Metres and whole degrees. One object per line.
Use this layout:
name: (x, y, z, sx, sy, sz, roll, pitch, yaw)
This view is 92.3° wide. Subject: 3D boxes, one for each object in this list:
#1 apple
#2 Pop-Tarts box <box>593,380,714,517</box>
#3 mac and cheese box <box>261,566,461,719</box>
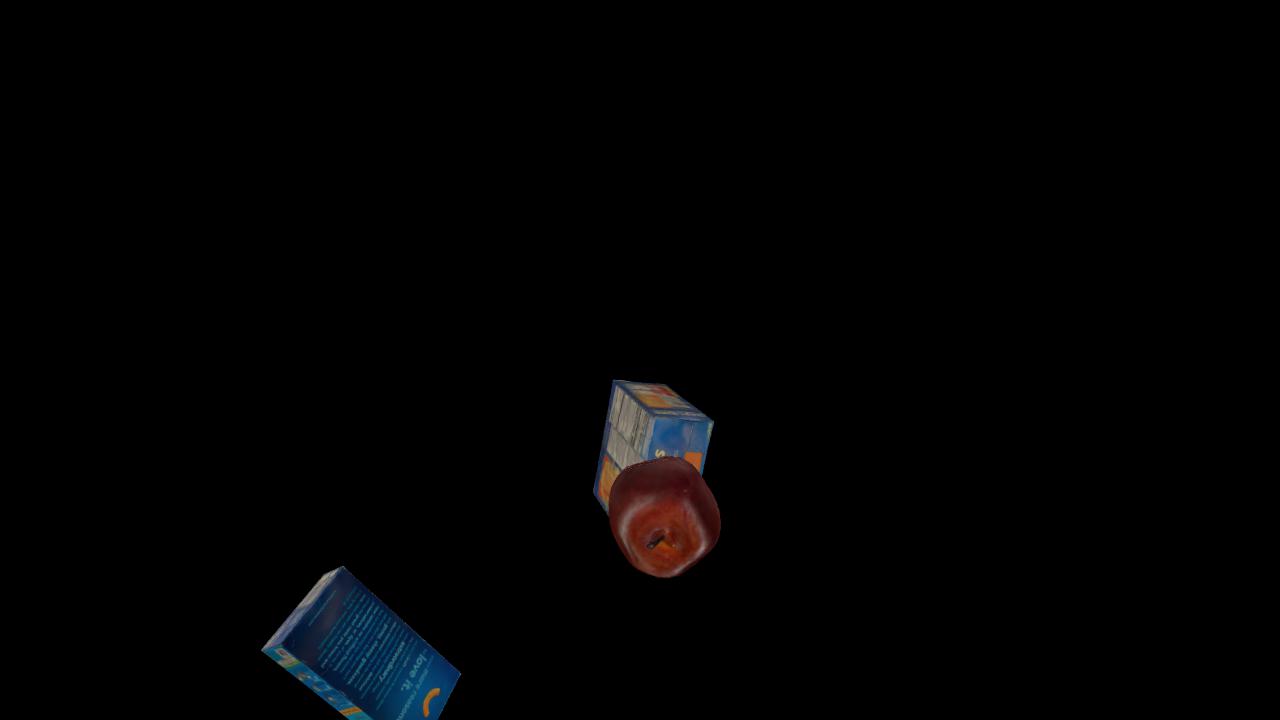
apple: (0.015, 0.105, 0.424, 0.079, 0.079, 0.093, 0, 12, 6)
Pop-Tarts box: (0.012, 0.126, 0.778, 0.083, 0.167, 0.141, 4, 14, -24)
mac and cheese box: (-0.272, 0.305, 0.621, 0.041, 0.184, 0.093, -27, 21, 26)
